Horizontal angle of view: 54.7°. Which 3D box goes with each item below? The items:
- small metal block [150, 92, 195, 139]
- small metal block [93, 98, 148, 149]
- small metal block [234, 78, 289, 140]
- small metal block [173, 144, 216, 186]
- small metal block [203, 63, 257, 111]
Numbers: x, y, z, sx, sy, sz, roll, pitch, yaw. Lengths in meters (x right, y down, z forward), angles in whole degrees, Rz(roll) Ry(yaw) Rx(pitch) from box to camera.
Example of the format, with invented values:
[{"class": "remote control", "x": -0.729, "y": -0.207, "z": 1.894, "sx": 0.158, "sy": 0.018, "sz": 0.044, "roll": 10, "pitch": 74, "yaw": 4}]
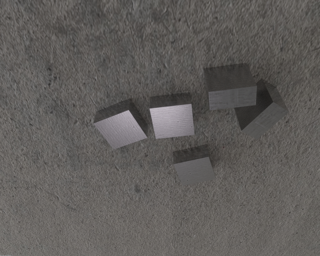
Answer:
[{"class": "small metal block", "x": 0.016, "y": -0.015, "z": 0.394, "sx": 0.050, "sy": 0.025, "sz": 0.050, "roll": -6, "pitch": 130, "yaw": 5}, {"class": "small metal block", "x": -0.050, "y": -0.004, "z": 0.403, "sx": 0.050, "sy": 0.025, "sz": 0.050, "roll": -20, "pitch": 128, "yaw": 16}, {"class": "small metal block", "x": 0.119, "y": -0.023, "z": 0.372, "sx": 0.025, "sy": 0.050, "sz": 0.050, "roll": 27, "pitch": 125, "yaw": -21}, {"class": "small metal block", "x": 0.051, "y": 0.055, "z": 0.455, "sx": 0.050, "sy": 0.025, "sz": 0.050, "roll": -14, "pitch": 129, "yaw": 11}, {"class": "small metal block", "x": 0.078, "y": -0.048, "z": 0.351, "sx": 0.050, "sy": 0.050, "sz": 0.025, "roll": -7, "pitch": 130, "yaw": 5}]
